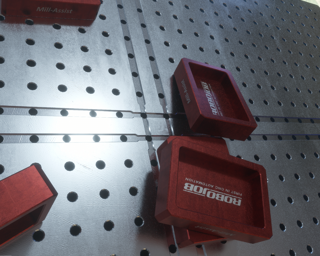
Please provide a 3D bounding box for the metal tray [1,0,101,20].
[{"bbox_3d":[-0.160,-0.201,0.441,0.131,0.030,0.090,-9,66,-32],"label":"metal tray"}]

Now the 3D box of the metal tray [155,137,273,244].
[{"bbox_3d":[0.063,0.072,0.354,0.131,0.030,0.090,18,54,-18],"label":"metal tray"}]

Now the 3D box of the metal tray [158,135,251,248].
[{"bbox_3d":[0.054,0.074,0.388,0.091,0.030,0.130,2,61,-27],"label":"metal tray"}]

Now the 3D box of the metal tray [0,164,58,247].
[{"bbox_3d":[-0.149,0.084,0.234,0.131,0.090,0.030,-29,78,-37],"label":"metal tray"}]

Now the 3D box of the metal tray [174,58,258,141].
[{"bbox_3d":[0.077,-0.044,0.452,0.091,0.030,0.130,10,43,-23],"label":"metal tray"}]
